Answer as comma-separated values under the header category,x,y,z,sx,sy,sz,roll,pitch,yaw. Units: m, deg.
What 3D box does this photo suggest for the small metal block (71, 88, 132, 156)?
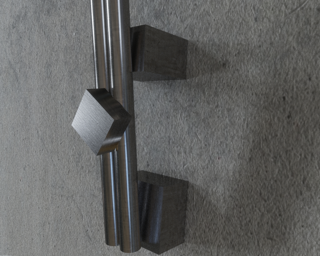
category,x,y,z,sx,sy,sz,roll,pitch,yaw
small metal block,-0.063,-0.007,0.331,0.050,0.025,0.050,46,123,24

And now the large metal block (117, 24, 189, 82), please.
category,x,y,z,sx,sy,sz,roll,pitch,yaw
large metal block,-0.021,-0.089,0.389,0.080,0.081,0.050,5,93,40

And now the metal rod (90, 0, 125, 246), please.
category,x,y,z,sx,sy,sz,roll,pitch,yaw
metal rod,-0.060,-0.009,0.361,0.025,0.025,0.298,4,100,40

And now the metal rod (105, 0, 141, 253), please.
category,x,y,z,sx,sy,sz,roll,pitch,yaw
metal rod,-0.040,-0.007,0.345,0.025,0.025,0.298,4,100,40

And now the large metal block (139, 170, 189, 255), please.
category,x,y,z,sx,sy,sz,roll,pitch,yaw
large metal block,-0.013,0.103,0.400,0.080,0.050,0.079,6,94,39
